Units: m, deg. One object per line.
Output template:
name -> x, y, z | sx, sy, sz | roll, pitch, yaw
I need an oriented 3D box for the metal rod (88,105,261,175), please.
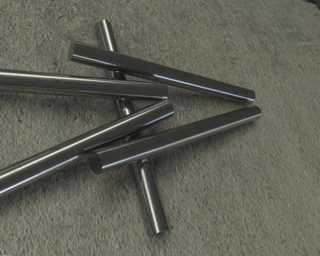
metal rod -> 0.045, 0.005, 0.408 | 0.302, 0.025, 0.025 | -15, 70, -41

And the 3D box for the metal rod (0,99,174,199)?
metal rod -> -0.107, 0.032, 0.311 | 0.302, 0.025, 0.025 | -26, 76, -32

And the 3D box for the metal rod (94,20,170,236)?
metal rod -> -0.042, -0.017, 0.394 | 0.025, 0.025, 0.299 | -3, 63, -30

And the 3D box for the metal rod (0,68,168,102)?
metal rod -> -0.135, -0.050, 0.346 | 0.303, 0.025, 0.025 | 2, 61, -21

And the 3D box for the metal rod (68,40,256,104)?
metal rod -> 0.023, -0.072, 0.442 | 0.302, 0.025, 0.025 | 9, 58, -31
